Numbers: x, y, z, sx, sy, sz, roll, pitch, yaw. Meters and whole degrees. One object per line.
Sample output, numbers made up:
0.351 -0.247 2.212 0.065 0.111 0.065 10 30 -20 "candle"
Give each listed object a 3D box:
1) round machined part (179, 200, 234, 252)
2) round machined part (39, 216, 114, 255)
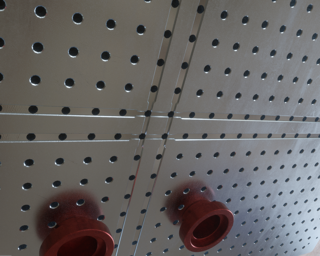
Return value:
0.077 0.166 0.544 0.099 0.042 0.097 -14 124 -21 "round machined part"
-0.118 0.165 0.437 0.099 0.042 0.097 -14 124 -21 "round machined part"
